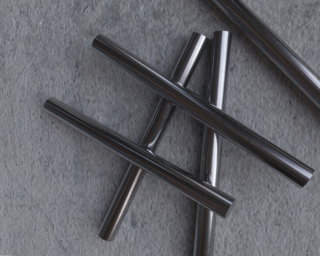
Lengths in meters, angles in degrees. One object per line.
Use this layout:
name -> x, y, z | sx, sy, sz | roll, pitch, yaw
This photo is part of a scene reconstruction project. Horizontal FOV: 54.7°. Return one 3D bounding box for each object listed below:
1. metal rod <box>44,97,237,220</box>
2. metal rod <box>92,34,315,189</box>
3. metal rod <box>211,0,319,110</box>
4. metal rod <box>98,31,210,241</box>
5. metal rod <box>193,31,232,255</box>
metal rod -> -0.044, 0.026, 0.398 | 0.300, 0.025, 0.025 | 27, 99, 27
metal rod -> 0.037, -0.029, 0.367 | 0.300, 0.025, 0.025 | 35, 101, 16
metal rod -> 0.147, -0.077, 0.357 | 0.025, 0.025, 0.300 | -43, 77, 15
metal rod -> -0.012, 0.017, 0.412 | 0.025, 0.025, 0.298 | 28, 99, 17
metal rod -> 0.064, 0.032, 0.385 | 0.025, 0.025, 0.298 | 5, 92, 19
